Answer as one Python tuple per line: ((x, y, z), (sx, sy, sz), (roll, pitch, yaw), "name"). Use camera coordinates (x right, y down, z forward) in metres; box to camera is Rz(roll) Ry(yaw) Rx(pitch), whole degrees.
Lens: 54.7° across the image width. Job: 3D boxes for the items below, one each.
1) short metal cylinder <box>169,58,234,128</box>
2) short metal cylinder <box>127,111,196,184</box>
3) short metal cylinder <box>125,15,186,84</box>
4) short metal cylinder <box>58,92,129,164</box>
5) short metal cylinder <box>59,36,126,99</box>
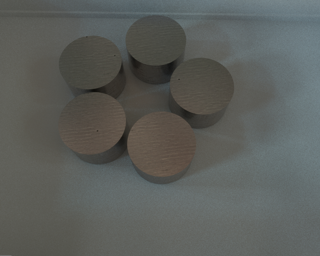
((0.053, -0.045, 0.411), (0.081, 0.050, 0.080), (0, 70, 0), "short metal cylinder")
((0.002, 0.026, 0.385), (0.081, 0.050, 0.080), (0, 70, 0), "short metal cylinder")
((-0.005, -0.109, 0.434), (0.081, 0.050, 0.080), (0, 70, 0), "short metal cylinder")
((-0.081, 0.001, 0.393), (0.081, 0.050, 0.080), (0, 70, 0), "short metal cylinder")
((-0.089, -0.077, 0.422), (0.081, 0.050, 0.080), (0, 70, 0), "short metal cylinder")
